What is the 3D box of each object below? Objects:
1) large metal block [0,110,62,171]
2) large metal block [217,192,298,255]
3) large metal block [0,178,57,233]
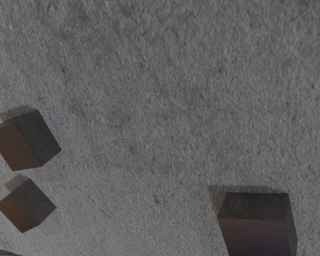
[{"bbox_3d":[-0.228,0.023,0.522,0.080,0.050,0.080,-12,113,32],"label":"large metal block"},{"bbox_3d":[0.129,0.132,0.404,0.080,0.050,0.080,-6,116,30],"label":"large metal block"},{"bbox_3d":[-0.273,0.159,0.629,0.080,0.050,0.080,-31,102,37],"label":"large metal block"}]
